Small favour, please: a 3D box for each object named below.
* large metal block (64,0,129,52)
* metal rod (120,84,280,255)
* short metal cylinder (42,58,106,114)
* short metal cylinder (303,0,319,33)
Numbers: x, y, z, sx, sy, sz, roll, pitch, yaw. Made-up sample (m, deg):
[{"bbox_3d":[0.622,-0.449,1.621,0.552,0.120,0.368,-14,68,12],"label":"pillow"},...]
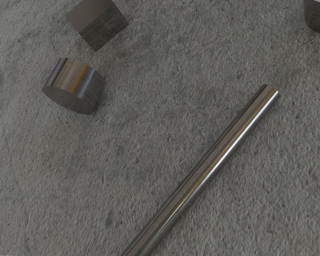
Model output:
[{"bbox_3d":[-0.118,-0.200,0.572,0.080,0.050,0.080,-40,51,1],"label":"large metal block"},{"bbox_3d":[0.032,0.070,0.344,0.300,0.025,0.025,-49,51,-7],"label":"metal rod"},{"bbox_3d":[-0.130,-0.062,0.475,0.080,0.080,0.050,8,66,32],"label":"short metal cylinder"},{"bbox_3d":[0.217,-0.160,0.372,0.080,0.050,0.080,-13,56,21],"label":"short metal cylinder"}]
